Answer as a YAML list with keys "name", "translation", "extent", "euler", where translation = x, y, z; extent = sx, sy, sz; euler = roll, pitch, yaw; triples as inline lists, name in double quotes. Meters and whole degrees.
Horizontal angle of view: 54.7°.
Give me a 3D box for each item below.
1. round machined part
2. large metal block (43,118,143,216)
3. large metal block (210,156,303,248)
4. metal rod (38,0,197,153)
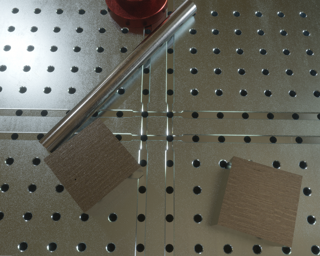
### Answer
- name: "round machined part"
  translation: [-0.037, -0.209, 0.479]
  extent: [0.099, 0.042, 0.098]
  euler: [0, 70, 0]
- name: "large metal block"
  translation: [-0.078, 0.048, 0.380]
  extent: [0.080, 0.050, 0.080]
  euler: [-39, 75, -13]
- name: "large metal block"
  translation: [0.112, 0.088, 0.367]
  extent: [0.080, 0.050, 0.080]
  euler: [16, 71, 6]
- name: "metal rod"
  translation: [-0.050, -0.081, 0.440]
  extent: [0.025, 0.025, 0.301]
  euler: [39, 74, 13]
